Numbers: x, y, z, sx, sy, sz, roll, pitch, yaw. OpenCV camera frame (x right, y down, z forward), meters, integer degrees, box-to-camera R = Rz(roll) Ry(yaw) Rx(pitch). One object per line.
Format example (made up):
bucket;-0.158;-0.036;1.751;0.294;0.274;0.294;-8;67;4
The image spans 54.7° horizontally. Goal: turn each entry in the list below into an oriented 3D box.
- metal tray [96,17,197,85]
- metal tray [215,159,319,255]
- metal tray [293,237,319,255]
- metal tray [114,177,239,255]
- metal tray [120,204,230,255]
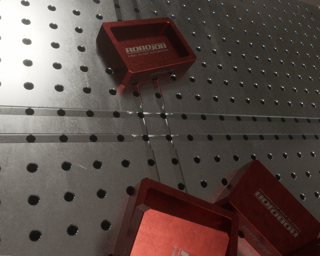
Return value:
metal tray;-0.018;-0.121;0.470;0.131;0.030;0.090;-20;72;-36
metal tray;0.147;0.117;0.415;0.130;0.030;0.091;46;51;4
metal tray;0.223;0.186;0.389;0.131;0.030;0.090;-5;79;-39
metal tray;0.024;0.121;0.345;0.131;0.030;0.090;24;53;-14
metal tray;0.003;0.146;0.285;0.091;0.030;0.130;22;77;-14
